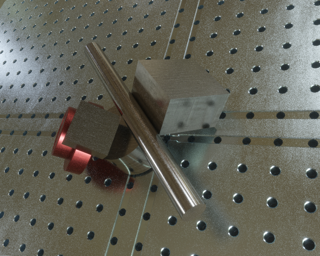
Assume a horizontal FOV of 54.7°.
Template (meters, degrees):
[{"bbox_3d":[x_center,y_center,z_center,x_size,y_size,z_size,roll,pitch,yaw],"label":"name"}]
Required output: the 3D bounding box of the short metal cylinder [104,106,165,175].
[{"bbox_3d":[-0.040,0.014,0.399,0.080,0.050,0.080,-13,56,21],"label":"short metal cylinder"}]

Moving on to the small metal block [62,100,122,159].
[{"bbox_3d":[-0.079,0.003,0.360,0.025,0.050,0.050,-34,35,61],"label":"small metal block"}]

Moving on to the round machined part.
[{"bbox_3d":[-0.113,0.010,0.413,0.097,0.042,0.098,-52,27,40],"label":"round machined part"}]

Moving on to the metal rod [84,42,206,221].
[{"bbox_3d":[-0.035,-0.021,0.370,0.025,0.025,0.300,-37,51,3],"label":"metal rod"}]

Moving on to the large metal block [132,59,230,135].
[{"bbox_3d":[0.021,-0.041,0.373,0.081,0.050,0.080,-8,44,-30],"label":"large metal block"}]
